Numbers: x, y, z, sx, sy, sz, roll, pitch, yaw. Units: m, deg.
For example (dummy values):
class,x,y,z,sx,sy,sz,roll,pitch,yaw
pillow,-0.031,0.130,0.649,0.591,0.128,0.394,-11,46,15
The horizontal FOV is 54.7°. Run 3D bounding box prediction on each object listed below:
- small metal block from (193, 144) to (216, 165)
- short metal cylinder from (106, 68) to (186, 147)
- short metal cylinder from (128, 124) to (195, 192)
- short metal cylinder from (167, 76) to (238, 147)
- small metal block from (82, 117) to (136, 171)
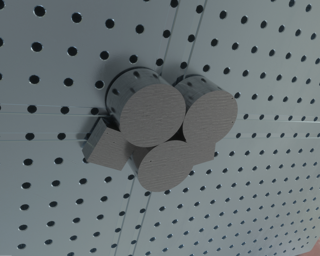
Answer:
class,x,y,z,sx,sy,sz,roll,pitch,yaw
small metal block,0.053,0.026,0.452,0.050,0.025,0.050,-13,124,-21
short metal cylinder,-0.017,-0.024,0.366,0.081,0.050,0.079,-14,124,-21
short metal cylinder,-0.001,0.038,0.414,0.081,0.050,0.079,-14,124,-21
short metal cylinder,0.053,-0.022,0.406,0.081,0.050,0.079,-14,124,-21
small metal block,-0.061,0.021,0.387,0.050,0.025,0.050,23,106,-37
